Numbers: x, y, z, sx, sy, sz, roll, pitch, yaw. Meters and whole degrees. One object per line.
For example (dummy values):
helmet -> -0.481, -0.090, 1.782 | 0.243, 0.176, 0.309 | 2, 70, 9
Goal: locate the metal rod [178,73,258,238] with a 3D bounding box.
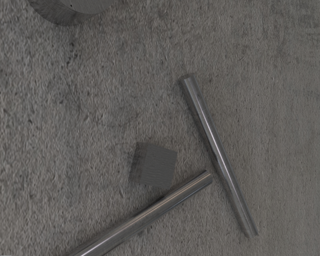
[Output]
metal rod -> 0.097, 0.055, 0.485 | 0.025, 0.025, 0.299 | -39, 114, -33

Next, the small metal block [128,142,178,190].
small metal block -> -0.008, 0.049, 0.398 | 0.050, 0.025, 0.050 | 21, 77, -38

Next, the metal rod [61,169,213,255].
metal rod -> -0.041, 0.121, 0.369 | 0.302, 0.025, 0.025 | -23, 105, -37

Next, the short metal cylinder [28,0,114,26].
short metal cylinder -> -0.090, -0.149, 0.312 | 0.081, 0.050, 0.080 | 0, 90, -40
